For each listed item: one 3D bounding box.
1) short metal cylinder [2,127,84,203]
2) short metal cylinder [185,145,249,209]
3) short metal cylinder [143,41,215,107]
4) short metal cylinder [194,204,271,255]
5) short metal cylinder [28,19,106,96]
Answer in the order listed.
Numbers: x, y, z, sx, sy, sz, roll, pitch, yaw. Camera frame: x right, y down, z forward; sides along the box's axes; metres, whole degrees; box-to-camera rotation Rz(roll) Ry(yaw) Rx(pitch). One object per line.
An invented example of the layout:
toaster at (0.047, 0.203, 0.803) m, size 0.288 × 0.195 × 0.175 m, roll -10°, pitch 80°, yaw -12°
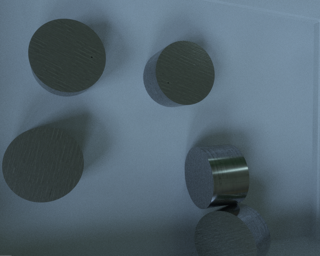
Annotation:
short metal cylinder at (-0.130, 0.038, 0.350) m, size 0.081 × 0.050 × 0.079 m, roll 0°, pitch 90°, yaw -21°
short metal cylinder at (0.073, 0.063, 0.410) m, size 0.050 × 0.080 × 0.079 m, roll -3°, pitch 91°, yaw -20°
short metal cylinder at (0.024, -0.068, 0.407) m, size 0.081 × 0.050 × 0.079 m, roll 0°, pitch 90°, yaw -21°
short metal cylinder at (0.091, 0.140, 0.390) m, size 0.050 × 0.080 × 0.079 m, roll 1°, pitch 90°, yaw -54°
short metal cylinder at (-0.107, -0.078, 0.358) m, size 0.081 × 0.050 × 0.079 m, roll 0°, pitch 90°, yaw -21°
